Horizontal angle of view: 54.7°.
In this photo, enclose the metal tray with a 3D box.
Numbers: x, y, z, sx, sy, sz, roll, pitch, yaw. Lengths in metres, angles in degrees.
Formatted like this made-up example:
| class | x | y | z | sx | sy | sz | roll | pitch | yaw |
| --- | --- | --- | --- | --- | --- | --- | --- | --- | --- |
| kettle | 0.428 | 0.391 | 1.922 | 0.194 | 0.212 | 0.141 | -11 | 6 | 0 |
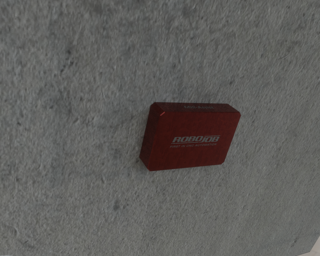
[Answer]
| class | x | y | z | sx | sy | sz | roll | pitch | yaw |
| --- | --- | --- | --- | --- | --- | --- | --- | --- | --- |
| metal tray | 0.043 | 0.011 | 0.436 | 0.131 | 0.030 | 0.089 | -1 | 119 | -28 |
